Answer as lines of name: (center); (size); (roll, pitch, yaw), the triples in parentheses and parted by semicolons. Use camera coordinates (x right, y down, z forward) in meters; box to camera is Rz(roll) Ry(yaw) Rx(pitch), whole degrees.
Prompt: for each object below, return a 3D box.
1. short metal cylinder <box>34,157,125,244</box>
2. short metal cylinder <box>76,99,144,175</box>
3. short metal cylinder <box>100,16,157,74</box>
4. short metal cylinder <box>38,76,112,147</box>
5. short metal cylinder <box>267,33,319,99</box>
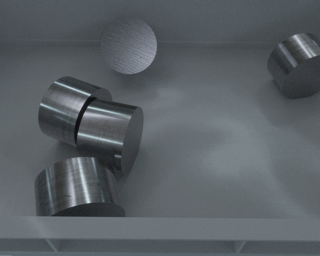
short metal cylinder: (-0.080, 0.073, 0.307); (0.081, 0.080, 0.050); (-14, 52, -12)
short metal cylinder: (-0.055, 0.010, 0.361); (0.050, 0.080, 0.080); (12, 51, 9)
short metal cylinder: (-0.049, -0.124, 0.464); (0.081, 0.079, 0.050); (-10, 19, -9)
short metal cylinder: (-0.102, -0.018, 0.383); (0.050, 0.080, 0.080); (20, 53, 16)
short metal cylinder: (0.204, -0.088, 0.446); (0.081, 0.080, 0.050); (-9, 51, -8)
